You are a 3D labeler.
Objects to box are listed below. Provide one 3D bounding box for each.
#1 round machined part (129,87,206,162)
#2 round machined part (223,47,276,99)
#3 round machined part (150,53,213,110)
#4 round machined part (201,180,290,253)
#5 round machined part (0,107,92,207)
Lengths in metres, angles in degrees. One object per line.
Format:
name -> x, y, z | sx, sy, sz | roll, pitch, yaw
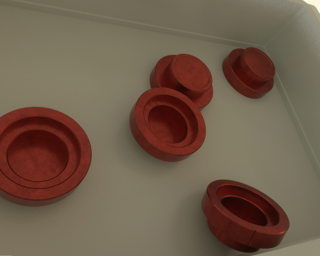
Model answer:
round machined part -> 0.006, -0.001, 0.400 | 0.099, 0.042, 0.098 | 14, 56, -21
round machined part -> 0.164, -0.104, 0.549 | 0.099, 0.042, 0.098 | 14, 56, -21
round machined part -> 0.038, -0.071, 0.461 | 0.099, 0.042, 0.098 | 14, 56, -21
round machined part -> 0.095, 0.106, 0.363 | 0.099, 0.042, 0.098 | 16, 20, -6
round machined part -> -0.123, 0.031, 0.311 | 0.099, 0.042, 0.098 | 14, 56, -21
